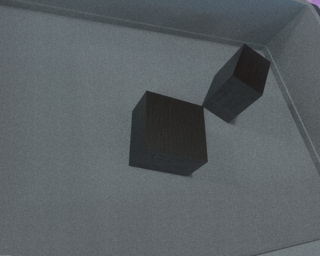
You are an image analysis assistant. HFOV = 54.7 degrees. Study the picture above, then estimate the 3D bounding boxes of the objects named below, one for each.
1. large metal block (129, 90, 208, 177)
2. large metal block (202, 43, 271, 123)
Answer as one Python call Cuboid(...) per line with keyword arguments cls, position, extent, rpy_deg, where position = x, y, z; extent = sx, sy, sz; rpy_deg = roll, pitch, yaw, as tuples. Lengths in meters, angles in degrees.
Cuboid(cls="large metal block", position=(0.010, 0.009, 0.389), extent=(0.081, 0.050, 0.080), rpy_deg=(14, 56, -21))
Cuboid(cls="large metal block", position=(0.116, -0.067, 0.474), extent=(0.050, 0.080, 0.080), rpy_deg=(33, 51, -7))
